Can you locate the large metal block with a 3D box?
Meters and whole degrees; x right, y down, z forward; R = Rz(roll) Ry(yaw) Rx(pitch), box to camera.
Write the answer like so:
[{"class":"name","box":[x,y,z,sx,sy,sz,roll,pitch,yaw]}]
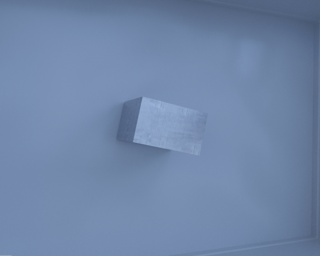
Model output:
[{"class":"large metal block","box":[-0.001,-0.001,0.380,0.081,0.080,0.050,13,86,-20]}]
